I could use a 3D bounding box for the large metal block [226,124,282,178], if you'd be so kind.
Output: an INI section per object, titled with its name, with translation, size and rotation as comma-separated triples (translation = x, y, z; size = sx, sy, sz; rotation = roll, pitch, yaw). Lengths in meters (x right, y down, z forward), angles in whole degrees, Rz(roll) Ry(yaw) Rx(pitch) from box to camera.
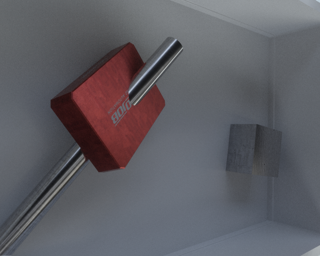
[large metal block]
translation = 0.162, 0.039, 0.529
size = 0.081, 0.050, 0.080
rotation = 12, 82, -40

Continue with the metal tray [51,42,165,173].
[metal tray]
translation = -0.046, -0.027, 0.337
size = 0.090, 0.030, 0.130
rotation = 60, 35, -23

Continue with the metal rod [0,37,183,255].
[metal rod]
translation = -0.070, 0.012, 0.325
size = 0.300, 0.025, 0.025
rotation = -52, 121, -19
